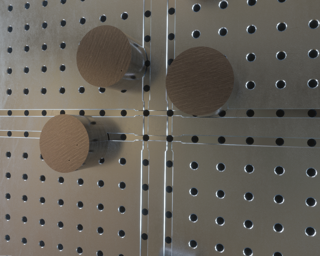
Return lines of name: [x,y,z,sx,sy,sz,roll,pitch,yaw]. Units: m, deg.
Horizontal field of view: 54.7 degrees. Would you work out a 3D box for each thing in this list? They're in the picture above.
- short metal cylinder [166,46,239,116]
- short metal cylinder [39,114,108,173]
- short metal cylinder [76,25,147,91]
short metal cylinder: [0.053,-0.054,0.380,0.080,0.050,0.079,0,90,20]
short metal cylinder: [-0.122,0.021,0.442,0.080,0.050,0.079,0,90,20]
short metal cylinder: [-0.065,-0.093,0.422,0.080,0.050,0.079,0,90,20]
